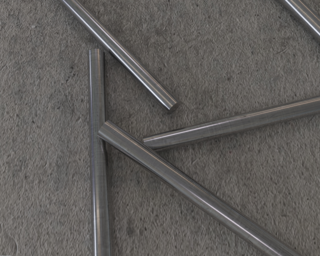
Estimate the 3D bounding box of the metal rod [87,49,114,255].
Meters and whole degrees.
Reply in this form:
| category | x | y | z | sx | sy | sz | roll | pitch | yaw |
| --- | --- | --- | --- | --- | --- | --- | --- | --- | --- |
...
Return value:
| category | x | y | z | sx | sy | sz | roll | pitch | yaw |
| --- | --- | --- | --- | --- | --- | --- | --- | --- | --- |
| metal rod | -0.077 | 0.033 | 0.395 | 0.025 | 0.025 | 0.299 | -5 | 70 | -2 |

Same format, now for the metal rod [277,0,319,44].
| category | x | y | z | sx | sy | sz | roll | pitch | yaw |
| --- | --- | --- | --- | --- | --- | --- | --- | --- | --- |
| metal rod | 0.242 | -0.140 | 0.460 | 0.025 | 0.025 | 0.299 | -31 | 73 | -11 |

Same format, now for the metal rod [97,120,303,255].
| category | x | y | z | sx | sy | sz | roll | pitch | yaw |
| --- | --- | --- | --- | --- | --- | --- | --- | --- | --- |
| metal rod | 0.053 | 0.085 | 0.365 | 0.301 | 0.025 | 0.025 | 35 | 74 | 7 |

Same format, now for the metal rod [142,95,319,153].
| category | x | y | z | sx | sy | sz | roll | pitch | yaw |
| --- | --- | --- | --- | --- | --- | --- | --- | --- | --- |
| metal rod | 0.127 | -0.011 | 0.412 | 0.302 | 0.025 | 0.025 | -13 | 71 | -5 |

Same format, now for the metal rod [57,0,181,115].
| category | x | y | z | sx | sy | sz | roll | pitch | yaw |
| --- | --- | --- | --- | --- | --- | --- | --- | --- | --- |
| metal rod | -0.080 | -0.132 | 0.455 | 0.025 | 0.025 | 0.300 | -40 | 75 | -13 |
